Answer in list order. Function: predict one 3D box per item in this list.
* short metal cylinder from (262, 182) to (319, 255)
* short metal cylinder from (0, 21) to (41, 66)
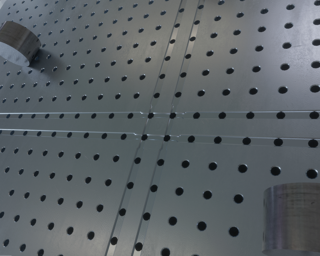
[{"bbox_3d":[0.127,0.082,0.256,0.080,0.080,0.050,-3,61,27],"label":"short metal cylinder"},{"bbox_3d":[-0.293,-0.170,0.631,0.080,0.080,0.050,8,66,32],"label":"short metal cylinder"}]
